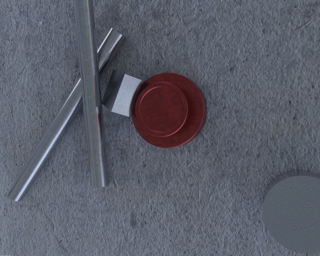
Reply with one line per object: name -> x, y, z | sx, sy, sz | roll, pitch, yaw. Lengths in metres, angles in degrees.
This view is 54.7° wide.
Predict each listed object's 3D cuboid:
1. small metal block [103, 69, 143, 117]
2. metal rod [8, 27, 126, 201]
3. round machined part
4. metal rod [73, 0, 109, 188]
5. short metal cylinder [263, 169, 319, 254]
small metal block -> -0.052, -0.048, 0.412 | 0.050, 0.025, 0.050 | 34, 105, 60
metal rod -> -0.142, -0.013, 0.457 | 0.025, 0.025, 0.299 | 39, 102, 15
round machined part -> 0.008, -0.023, 0.397 | 0.098, 0.042, 0.097 | 0, 90, 19
metal rod -> -0.094, -0.067, 0.416 | 0.025, 0.025, 0.298 | -1, 99, 19
short metal cylinder -> 0.156, 0.089, 0.341 | 0.080, 0.050, 0.079 | 0, 90, 19
